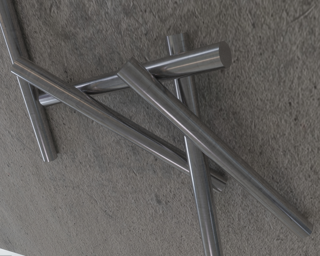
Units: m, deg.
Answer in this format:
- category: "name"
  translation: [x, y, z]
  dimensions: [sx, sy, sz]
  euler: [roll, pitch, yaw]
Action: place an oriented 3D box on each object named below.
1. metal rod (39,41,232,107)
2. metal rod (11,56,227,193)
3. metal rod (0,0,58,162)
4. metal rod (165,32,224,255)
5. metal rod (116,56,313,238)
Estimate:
- category: "metal rod"
  translation: [-0.056, -0.056, 0.377]
  dimensions: [0.300, 0.025, 0.025]
  euler: [-6, 116, 39]
- category: "metal rod"
  translation: [-0.047, -0.001, 0.396]
  dimensions: [0.301, 0.025, 0.025]
  euler: [31, 129, -6]
- category: "metal rod"
  translation: [-0.202, -0.077, 0.465]
  dimensions: [0.025, 0.025, 0.298]
  euler: [9, 123, 23]
- category: "metal rod"
  translation: [0.046, 0.039, 0.375]
  dimensions: [0.025, 0.025, 0.298]
  euler: [-2, 108, 29]
- category: "metal rod"
  translation: [0.073, 0.033, 0.350]
  dimensions: [0.300, 0.025, 0.025]
  euler: [41, 130, -16]
